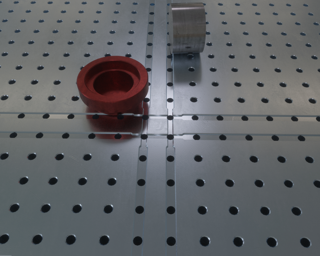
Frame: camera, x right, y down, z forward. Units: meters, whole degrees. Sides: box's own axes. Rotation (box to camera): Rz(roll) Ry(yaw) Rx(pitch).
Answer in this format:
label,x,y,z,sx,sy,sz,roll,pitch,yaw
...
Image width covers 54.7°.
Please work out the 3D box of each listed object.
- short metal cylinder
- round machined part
label,x,y,z,sx,sy,sz,roll,pitch,yaw
short metal cylinder,0.043,-0.163,0.509,0.050,0.080,0.080,-3,50,-3
round machined part,-0.065,-0.057,0.444,0.099,0.042,0.098,0,50,0
